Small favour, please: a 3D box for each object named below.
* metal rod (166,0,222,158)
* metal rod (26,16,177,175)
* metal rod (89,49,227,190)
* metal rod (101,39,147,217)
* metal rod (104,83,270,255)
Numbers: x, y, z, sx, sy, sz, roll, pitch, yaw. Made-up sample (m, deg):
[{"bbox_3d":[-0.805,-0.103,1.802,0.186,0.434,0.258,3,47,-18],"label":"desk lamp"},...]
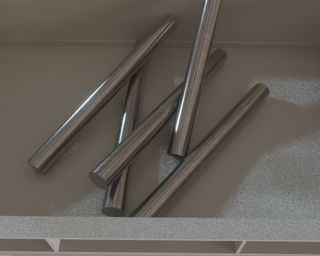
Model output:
[{"bbox_3d":[0.056,-0.107,0.412,0.025,0.025,0.299,12,77,9],"label":"metal rod"},{"bbox_3d":[-0.065,-0.061,0.429,0.025,0.025,0.301,27,62,20],"label":"metal rod"},{"bbox_3d":[0.017,-0.032,0.412,0.025,0.025,0.301,26,49,20],"label":"metal rod"},{"bbox_3d":[-0.040,-0.025,0.425,0.025,0.025,0.300,3,50,2],"label":"metal rod"},{"bbox_3d":[0.051,0.033,0.377,0.025,0.025,0.302,33,57,24],"label":"metal rod"}]
